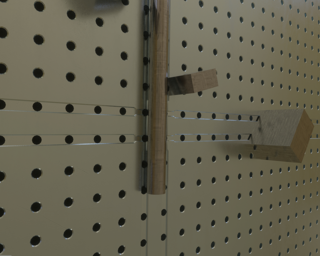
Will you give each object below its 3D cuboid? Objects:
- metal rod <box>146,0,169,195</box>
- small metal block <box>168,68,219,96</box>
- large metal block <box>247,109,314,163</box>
[{"bbox_3d":[-0.002,-0.064,0.408,0.025,0.025,0.298,2,89,-40],"label":"metal rod"},{"bbox_3d":[0.044,-0.064,0.432,0.050,0.050,0.025,-20,103,-39],"label":"small metal block"},{"bbox_3d":[0.219,0.013,0.560,0.050,0.080,0.080,46,63,-31],"label":"large metal block"}]
